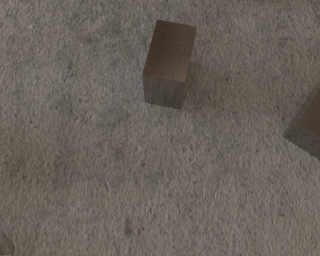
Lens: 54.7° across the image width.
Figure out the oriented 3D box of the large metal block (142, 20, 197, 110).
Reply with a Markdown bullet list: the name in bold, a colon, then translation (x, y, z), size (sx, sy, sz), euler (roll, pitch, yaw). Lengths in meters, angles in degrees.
- **large metal block**: translation (0.012, -0.080, 0.408), size (0.050, 0.080, 0.080), euler (12, 71, 4)

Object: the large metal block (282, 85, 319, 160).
- **large metal block**: translation (0.222, -0.005, 0.399), size (0.080, 0.050, 0.080), euler (35, 73, 11)
